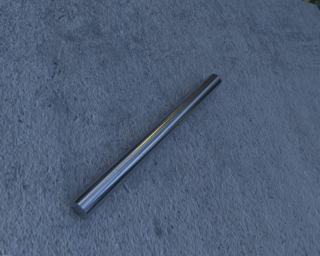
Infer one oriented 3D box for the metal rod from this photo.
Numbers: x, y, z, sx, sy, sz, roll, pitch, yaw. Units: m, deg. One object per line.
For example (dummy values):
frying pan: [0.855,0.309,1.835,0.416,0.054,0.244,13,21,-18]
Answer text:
metal rod: [0.003,0.003,0.407,0.025,0.025,0.302,45,51,2]
